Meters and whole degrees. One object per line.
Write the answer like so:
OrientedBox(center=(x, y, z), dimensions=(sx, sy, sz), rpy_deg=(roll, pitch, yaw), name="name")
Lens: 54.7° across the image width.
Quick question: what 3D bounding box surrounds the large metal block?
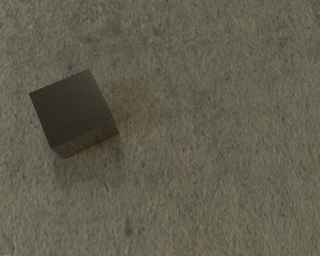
OrientedBox(center=(-0.108, -0.017, 0.400), dimensions=(0.080, 0.050, 0.080), rpy_deg=(-25, 72, -9), name="large metal block")
